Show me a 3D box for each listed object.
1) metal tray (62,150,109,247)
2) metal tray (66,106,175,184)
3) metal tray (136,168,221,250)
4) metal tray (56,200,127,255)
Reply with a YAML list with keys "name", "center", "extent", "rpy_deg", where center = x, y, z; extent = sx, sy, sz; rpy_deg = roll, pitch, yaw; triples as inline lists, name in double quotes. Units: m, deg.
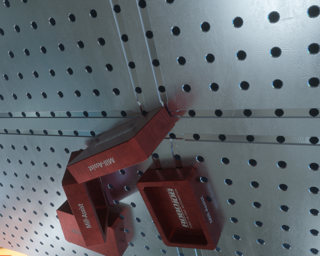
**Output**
- name: "metal tray"
  center: [-0.115, 0.110, 0.496]
  extent: [0.030, 0.090, 0.129]
  rpy_deg: [-11, 117, 0]
- name: "metal tray"
  center: [-0.052, 0.023, 0.411]
  extent: [0.130, 0.090, 0.030]
  rpy_deg: [-23, 106, 36]
- name: "metal tray"
  center: [0.029, 0.124, 0.469]
  extent: [0.090, 0.030, 0.129]
  rpy_deg: [-9, 114, 32]
- name: "metal tray"
  center: [-0.132, 0.196, 0.600]
  extent: [0.130, 0.030, 0.089]
  rpy_deg: [10, 123, 23]
